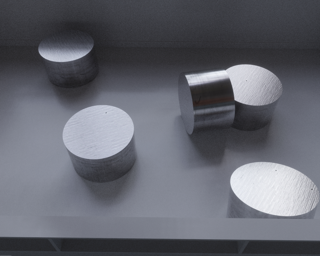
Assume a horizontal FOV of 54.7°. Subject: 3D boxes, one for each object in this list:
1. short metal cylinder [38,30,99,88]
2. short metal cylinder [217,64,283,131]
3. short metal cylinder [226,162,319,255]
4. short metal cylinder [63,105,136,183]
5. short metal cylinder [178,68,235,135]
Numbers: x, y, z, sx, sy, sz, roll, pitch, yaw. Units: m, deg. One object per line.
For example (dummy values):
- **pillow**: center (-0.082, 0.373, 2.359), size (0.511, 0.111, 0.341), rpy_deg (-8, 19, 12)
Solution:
- **short metal cylinder**: center (-0.139, -0.107, 0.478), size (0.080, 0.050, 0.080), rpy_deg (0, 50, 0)
- **short metal cylinder**: center (0.119, -0.042, 0.425), size (0.081, 0.050, 0.080), rpy_deg (0, 50, 0)
- **short metal cylinder**: center (0.109, 0.077, 0.308), size (0.080, 0.050, 0.080), rpy_deg (-1, 28, 1)
- **short metal cylinder**: center (-0.070, 0.018, 0.373), size (0.080, 0.050, 0.080), rpy_deg (0, 50, 0)
- **short metal cylinder**: center (0.057, -0.035, 0.399), size (0.050, 0.080, 0.080), rpy_deg (-9, 51, -7)
